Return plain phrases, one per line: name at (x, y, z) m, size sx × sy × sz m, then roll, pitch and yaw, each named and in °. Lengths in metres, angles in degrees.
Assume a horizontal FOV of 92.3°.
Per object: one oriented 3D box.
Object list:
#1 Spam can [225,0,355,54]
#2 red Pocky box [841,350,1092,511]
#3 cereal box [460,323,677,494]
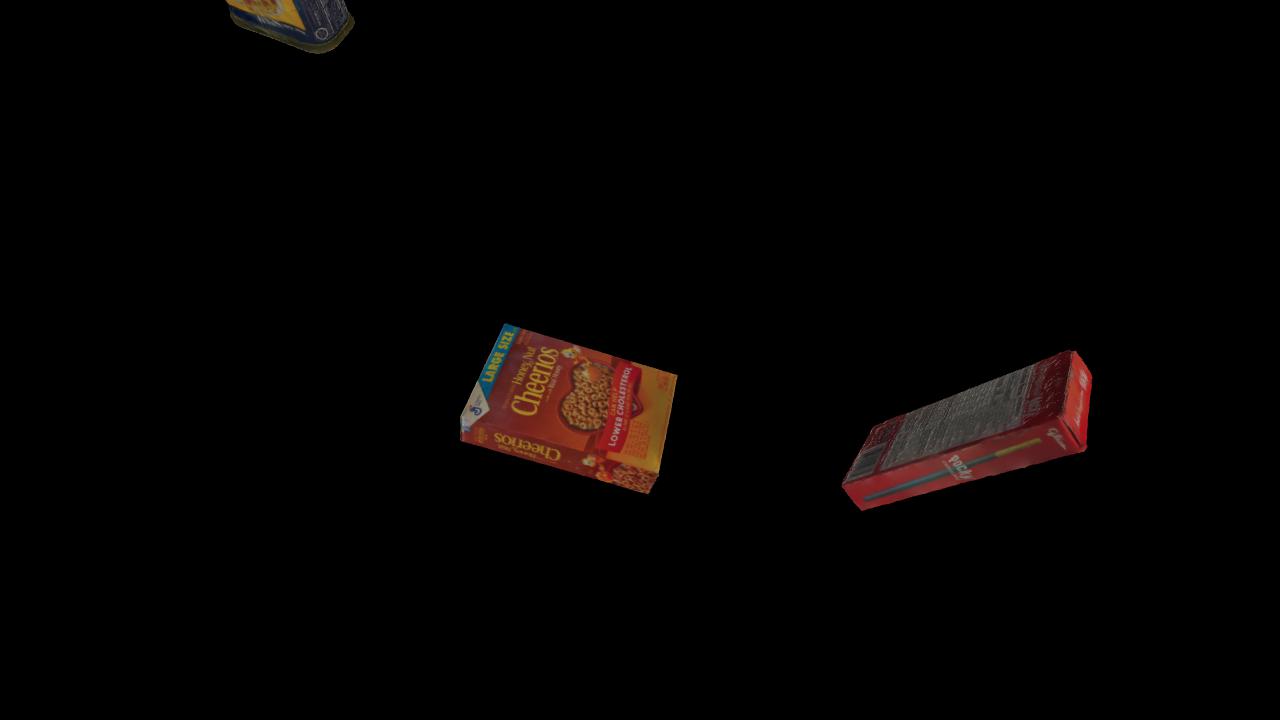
Spam can at (-0.302, -0.316, 0.504) m, size 0.101 × 0.058 × 0.085 m, roll 20°, pitch -22°, yaw 3°
red Pocky box at (0.216, 0.052, 0.416) m, size 0.083 × 0.028 × 0.155 m, roll -39°, pitch 2°, yaw -43°
cereal box at (-0.106, 0.073, 0.978) m, size 0.306 × 0.203 × 0.081 m, roll 17°, pitch -43°, yaw -3°
